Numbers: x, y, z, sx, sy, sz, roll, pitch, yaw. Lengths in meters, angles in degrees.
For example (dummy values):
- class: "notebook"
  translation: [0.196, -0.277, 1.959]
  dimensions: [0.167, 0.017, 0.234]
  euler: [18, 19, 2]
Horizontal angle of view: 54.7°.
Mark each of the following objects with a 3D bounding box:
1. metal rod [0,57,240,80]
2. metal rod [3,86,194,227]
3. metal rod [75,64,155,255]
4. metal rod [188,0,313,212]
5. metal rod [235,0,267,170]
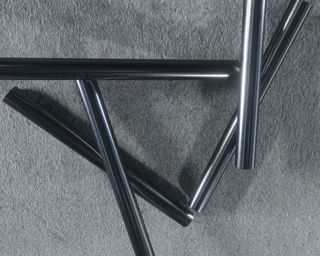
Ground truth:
- class: "metal rod"
  translation: [-0.054, -0.068, 0.362]
  dimensions: [0.302, 0.025, 0.025]
  euler: [-1, 110, -9]
- class: "metal rod"
  translation: [-0.074, 0.047, 0.425]
  dimensions: [0.301, 0.025, 0.025]
  euler: [38, 106, -13]
- class: "metal rod"
  translation: [-0.054, 0.064, 0.405]
  dimensions: [0.025, 0.025, 0.298]
  euler: [-16, 99, 5]
- class: "metal rod"
  translation: [0.109, -0.015, 0.405]
  dimensions: [0.025, 0.025, 0.298]
  euler: [21, 109, -8]
- class: "metal rod"
  translation: [0.107, -0.096, 0.358]
  dimensions: [0.025, 0.025, 0.298]
  euler: [0, 104, 0]
